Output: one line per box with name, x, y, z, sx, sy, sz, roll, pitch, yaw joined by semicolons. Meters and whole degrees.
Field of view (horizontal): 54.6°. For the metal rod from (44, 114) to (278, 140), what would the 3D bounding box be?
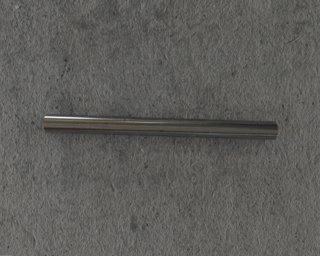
metal rod;0.001;-0.001;0.411;0.302;0.025;0.025;2;90;0
